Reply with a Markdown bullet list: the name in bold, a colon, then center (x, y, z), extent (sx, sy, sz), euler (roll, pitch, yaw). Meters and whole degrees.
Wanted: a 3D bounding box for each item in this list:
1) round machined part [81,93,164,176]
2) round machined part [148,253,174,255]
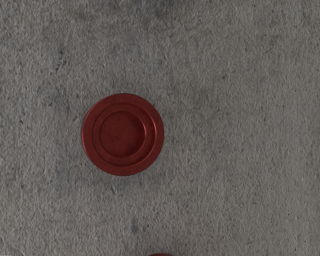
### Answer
- **round machined part**: center (-0.048, 0.008, 0.382), extent (0.099, 0.042, 0.097), euler (0, 90, -20)
- **round machined part**: center (-0.005, 0.210, 0.398), extent (0.099, 0.042, 0.097), euler (0, 90, -20)
